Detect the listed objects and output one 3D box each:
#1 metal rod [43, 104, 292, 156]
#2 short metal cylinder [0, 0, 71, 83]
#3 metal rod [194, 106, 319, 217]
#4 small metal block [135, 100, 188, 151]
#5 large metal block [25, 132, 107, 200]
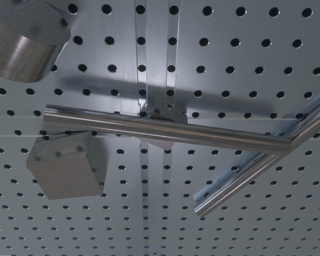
[{"bbox_3d":[0.015,0.004,0.382,0.302,0.025,0.025,8,130,-7],"label":"metal rod"},{"bbox_3d":[-0.135,-0.090,0.298,0.080,0.080,0.050,30,124,-23],"label":"short metal cylinder"},{"bbox_3d":[0.153,0.049,0.454,0.025,0.025,0.298,28,125,-22],"label":"metal rod"},{"bbox_3d":[0.002,-0.002,0.410,0.050,0.025,0.050,24,126,-19],"label":"small metal block"},{"bbox_3d":[-0.128,0.054,0.440,0.080,0.050,0.080,-7,130,5],"label":"large metal block"}]
